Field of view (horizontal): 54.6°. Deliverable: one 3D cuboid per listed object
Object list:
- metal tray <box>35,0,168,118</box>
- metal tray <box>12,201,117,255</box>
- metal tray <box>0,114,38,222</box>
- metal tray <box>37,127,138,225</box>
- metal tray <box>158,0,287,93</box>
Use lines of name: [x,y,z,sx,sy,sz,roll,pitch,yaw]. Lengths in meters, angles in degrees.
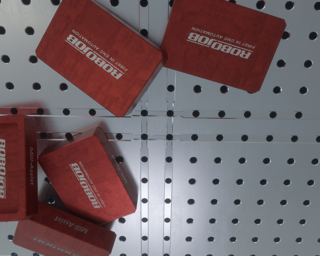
metal tray: [-0.068,-0.085,0.361,0.130,0.030,0.090,37,107,3]
metal tray: [-0.140,0.161,0.451,0.131,0.030,0.089,26,131,-10]
metal tray: [-0.206,0.051,0.394,0.090,0.030,0.129,-4,83,6]
metal tray: [-0.098,0.074,0.437,0.090,0.030,0.130,-22,109,7]
metal tray: [0.071,-0.103,0.373,0.131,0.030,0.089,15,109,-6]
